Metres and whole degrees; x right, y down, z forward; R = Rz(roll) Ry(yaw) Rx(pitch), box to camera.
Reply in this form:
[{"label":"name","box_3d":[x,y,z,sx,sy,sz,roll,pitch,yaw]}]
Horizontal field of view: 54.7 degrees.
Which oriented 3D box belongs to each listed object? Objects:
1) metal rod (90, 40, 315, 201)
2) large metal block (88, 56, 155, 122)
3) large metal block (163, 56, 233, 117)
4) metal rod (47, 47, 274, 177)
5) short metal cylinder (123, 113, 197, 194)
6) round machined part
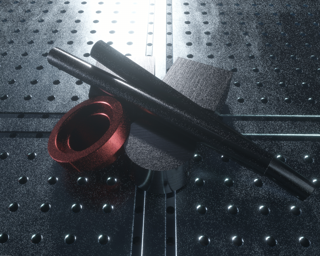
[{"label":"metal rod","box_3d":[0.042,-0.014,0.366,0.300,0.025,0.025,35,57,9]},{"label":"large metal block","box_3d":[-0.048,-0.055,0.428,0.081,0.050,0.080,1,50,0]},{"label":"large metal block","box_3d":[0.046,-0.045,0.423,0.080,0.050,0.080,19,53,15]},{"label":"metal rod","box_3d":[-0.016,-0.029,0.360,0.300,0.025,0.025,28,56,20]},{"label":"short metal cylinder","box_3d":[0.000,0.029,0.361,0.081,0.050,0.080,0,50,0]},{"label":"round machined part","box_3d":[-0.078,0.011,0.367,0.098,0.042,0.098,-16,44,17]}]
